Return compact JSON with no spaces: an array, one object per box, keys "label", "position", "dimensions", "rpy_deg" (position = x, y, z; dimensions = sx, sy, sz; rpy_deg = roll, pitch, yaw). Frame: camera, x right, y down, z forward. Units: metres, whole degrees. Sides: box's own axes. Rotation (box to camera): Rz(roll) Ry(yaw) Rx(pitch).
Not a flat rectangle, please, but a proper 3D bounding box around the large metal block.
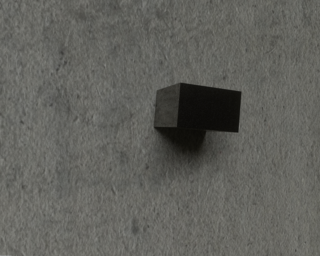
[{"label":"large metal block","position":[0.045,-0.023,0.396],"dimensions":[0.081,0.080,0.050],"rpy_deg":[5,89,-20]}]
